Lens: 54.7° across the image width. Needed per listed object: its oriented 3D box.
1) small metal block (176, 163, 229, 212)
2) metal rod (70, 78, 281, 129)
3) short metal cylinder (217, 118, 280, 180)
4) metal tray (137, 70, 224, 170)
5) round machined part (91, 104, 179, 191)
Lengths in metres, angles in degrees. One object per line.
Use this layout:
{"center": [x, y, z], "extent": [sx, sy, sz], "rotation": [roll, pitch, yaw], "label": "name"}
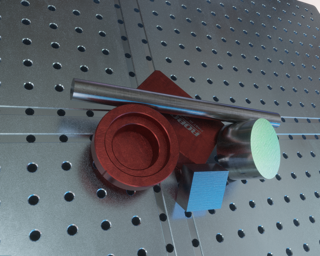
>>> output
{"center": [0.051, 0.071, 0.377], "extent": [0.050, 0.025, 0.050], "rotation": [3, 104, -28], "label": "small metal block"}
{"center": [0.039, -0.027, 0.407], "extent": [0.302, 0.025, 0.025], "rotation": [7, 59, -25], "label": "metal rod"}
{"center": [0.122, 0.030, 0.422], "extent": [0.081, 0.050, 0.080], "rotation": [12, 73, -43], "label": "short metal cylinder"}
{"center": [0.018, -0.010, 0.424], "extent": [0.130, 0.030, 0.090], "rotation": [40, 51, -2], "label": "metal tray"}
{"center": [-0.031, 0.025, 0.361], "extent": [0.099, 0.042, 0.098], "rotation": [9, 65, -19], "label": "round machined part"}
